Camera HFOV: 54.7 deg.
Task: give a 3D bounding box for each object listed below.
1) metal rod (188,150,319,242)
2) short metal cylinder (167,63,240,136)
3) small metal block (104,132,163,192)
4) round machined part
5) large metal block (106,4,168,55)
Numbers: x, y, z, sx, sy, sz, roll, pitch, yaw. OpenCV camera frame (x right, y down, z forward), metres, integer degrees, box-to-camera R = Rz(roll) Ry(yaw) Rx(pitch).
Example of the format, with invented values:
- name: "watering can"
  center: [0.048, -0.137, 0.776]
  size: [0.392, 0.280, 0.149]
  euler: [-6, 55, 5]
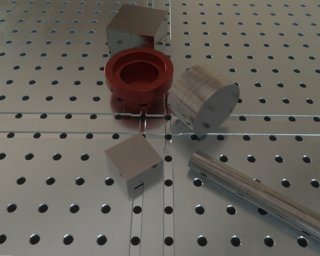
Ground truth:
- name: "metal rod"
  center: [0.164, 0.103, 0.322]
  size: [0.300, 0.025, 0.025]
  euler: [28, 55, 21]
- name: "short metal cylinder"
  center: [0.057, -0.036, 0.403]
  size: [0.081, 0.080, 0.050]
  euler: [-30, 57, -23]
- name: "small metal block"
  center: [-0.031, 0.040, 0.374]
  size: [0.050, 0.025, 0.050]
  euler: [-28, 56, -22]
- name: "round machined part"
  center: [-0.030, -0.073, 0.457]
  size: [0.099, 0.042, 0.098]
  euler: [0, 50, 0]
- name: "large metal block"
  center: [-0.037, -0.163, 0.528]
  size: [0.080, 0.050, 0.080]
  euler: [13, 51, 10]
